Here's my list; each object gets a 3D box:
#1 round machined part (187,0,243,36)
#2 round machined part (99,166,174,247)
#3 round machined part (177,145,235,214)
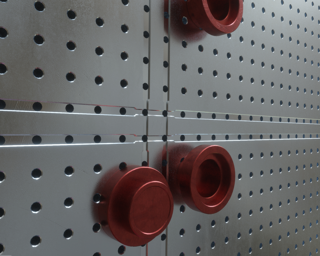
[{"bbox_3d":[0.079,-0.188,0.466,0.099,0.042,0.097,0,90,-40],"label":"round machined part"},{"bbox_3d":[-0.022,0.097,0.382,0.099,0.042,0.097,0,90,-40],"label":"round machined part"},{"bbox_3d":[0.064,0.073,0.454,0.099,0.042,0.097,0,90,-40],"label":"round machined part"}]
